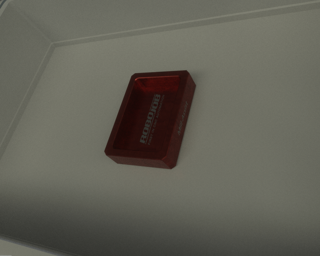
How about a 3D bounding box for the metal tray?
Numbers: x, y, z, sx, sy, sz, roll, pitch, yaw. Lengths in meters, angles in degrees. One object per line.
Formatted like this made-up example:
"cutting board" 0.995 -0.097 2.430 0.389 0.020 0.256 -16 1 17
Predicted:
"metal tray" -0.011 -0.014 0.412 0.090 0.030 0.130 2 62 28
